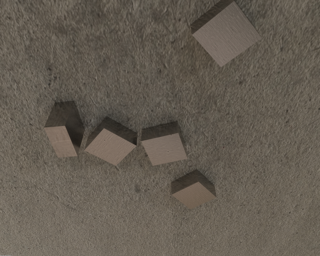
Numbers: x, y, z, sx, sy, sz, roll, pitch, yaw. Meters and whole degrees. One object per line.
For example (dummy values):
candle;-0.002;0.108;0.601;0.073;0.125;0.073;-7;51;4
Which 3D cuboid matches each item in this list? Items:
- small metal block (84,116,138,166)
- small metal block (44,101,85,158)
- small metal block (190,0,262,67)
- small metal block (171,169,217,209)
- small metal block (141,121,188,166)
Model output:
small metal block;-0.066;0.019;0.422;0.050;0.025;0.050;31;124;-24
small metal block;-0.118;0.001;0.391;0.025;0.050;0.050;-5;130;4
small metal block;0.068;-0.101;0.322;0.050;0.025;0.050;-35;122;25
small metal block;0.053;0.098;0.491;0.050;0.025;0.050;-31;124;24
small metal block;0.007;0.022;0.426;0.050;0.025;0.050;-13;129;11
